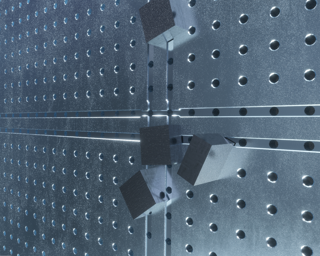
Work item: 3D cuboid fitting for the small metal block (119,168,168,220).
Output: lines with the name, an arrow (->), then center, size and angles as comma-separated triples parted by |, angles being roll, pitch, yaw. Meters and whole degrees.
small metal block -> -0.024, 0.091, 0.430 | 0.050, 0.025, 0.050 | -43, 64, 32

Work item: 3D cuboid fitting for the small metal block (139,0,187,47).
small metal block -> 0.003, -0.143, 0.408 | 0.050, 0.025, 0.050 | -20, 77, 38

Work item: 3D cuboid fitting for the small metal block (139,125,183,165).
small metal block -> 0.001, 0.023, 0.410 | 0.050, 0.025, 0.050 | -6, 86, 40

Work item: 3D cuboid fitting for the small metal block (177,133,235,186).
small metal block -> 0.052, 0.034, 0.351 | 0.025, 0.050, 0.050 | 33, 111, 35
